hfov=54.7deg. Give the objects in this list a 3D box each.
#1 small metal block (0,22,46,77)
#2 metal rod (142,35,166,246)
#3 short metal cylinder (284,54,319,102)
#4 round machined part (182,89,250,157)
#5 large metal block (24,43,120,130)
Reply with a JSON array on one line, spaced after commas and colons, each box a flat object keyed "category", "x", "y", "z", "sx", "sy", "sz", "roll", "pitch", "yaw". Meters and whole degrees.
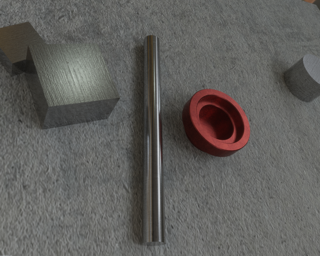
[{"category": "small metal block", "x": -0.168, "y": -0.096, "z": 0.372, "sx": 0.050, "sy": 0.025, "sz": 0.050, "roll": -33, "pitch": 80, "yaw": -38}, {"category": "metal rod", "x": -0.010, "y": -0.006, "z": 0.403, "sx": 0.025, "sy": 0.025, "sz": 0.299, "roll": 12, "pitch": 56, "yaw": -22}, {"category": "short metal cylinder", "x": 0.293, "y": -0.098, "z": 0.609, "sx": 0.081, "sy": 0.050, "sz": 0.080, "roll": 14, "pitch": 56, "yaw": -21}, {"category": "round machined part", "x": 0.074, "y": -0.004, "z": 0.437, "sx": 0.099, "sy": 0.042, "sz": 0.098, "roll": 14, "pitch": 56, "yaw": -21}, {"category": "large metal block", "x": -0.105, "y": -0.051, "z": 0.363, "sx": 0.081, "sy": 0.050, "sz": 0.080, "roll": -12, "pitch": 68, "yaw": -33}]
